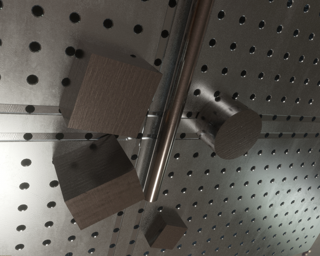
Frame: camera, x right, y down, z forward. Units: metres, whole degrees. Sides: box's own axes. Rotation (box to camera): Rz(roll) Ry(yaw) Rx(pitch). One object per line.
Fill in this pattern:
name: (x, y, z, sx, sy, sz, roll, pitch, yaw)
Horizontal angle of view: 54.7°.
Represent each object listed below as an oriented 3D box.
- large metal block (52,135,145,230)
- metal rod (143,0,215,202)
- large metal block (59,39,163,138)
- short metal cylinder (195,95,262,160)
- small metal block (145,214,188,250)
large metal block: (-0.075, 0.061, 0.374, 0.081, 0.080, 0.050, -24, 127, -14)
metal rod: (0.019, -0.027, 0.406, 0.025, 0.025, 0.298, 0, 119, -29)
large metal block: (-0.056, -0.041, 0.340, 0.081, 0.050, 0.079, 10, 113, -33)
short metal cylinder: (0.099, -0.001, 0.451, 0.081, 0.050, 0.079, -14, 124, -21)
small metal block: (0.011, 0.179, 0.530, 0.050, 0.025, 0.050, 23, 106, -37)
